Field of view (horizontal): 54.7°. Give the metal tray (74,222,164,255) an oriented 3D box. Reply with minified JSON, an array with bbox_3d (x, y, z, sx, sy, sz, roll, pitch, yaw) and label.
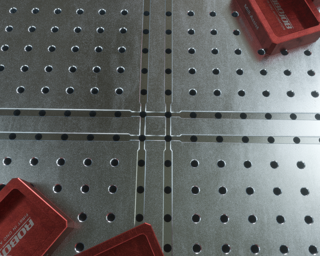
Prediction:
[{"bbox_3d":[-0.053,0.174,0.344,0.131,0.030,0.090,-23,72,-9],"label":"metal tray"}]

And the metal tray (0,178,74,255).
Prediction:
[{"bbox_3d":[-0.178,0.135,0.357,0.090,0.030,0.130,37,74,12],"label":"metal tray"}]

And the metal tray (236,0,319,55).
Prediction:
[{"bbox_3d":[0.182,-0.184,0.478,0.091,0.030,0.130,-18,71,-7],"label":"metal tray"}]

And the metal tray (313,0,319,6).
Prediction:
[{"bbox_3d":[0.224,-0.265,0.476,0.030,0.090,0.130,-22,72,-8],"label":"metal tray"}]
